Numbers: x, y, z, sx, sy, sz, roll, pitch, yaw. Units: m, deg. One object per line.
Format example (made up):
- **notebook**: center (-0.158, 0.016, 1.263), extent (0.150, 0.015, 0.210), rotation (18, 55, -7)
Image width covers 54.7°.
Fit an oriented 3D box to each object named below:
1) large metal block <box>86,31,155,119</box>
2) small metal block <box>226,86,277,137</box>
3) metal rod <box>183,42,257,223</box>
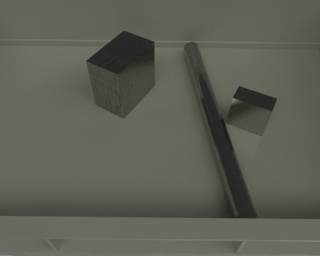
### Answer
- **large metal block**: center (-0.050, -0.074, 0.431), extent (0.050, 0.080, 0.080), rotation (26, 54, 19)
- **small metal block**: center (0.120, -0.022, 0.409), extent (0.050, 0.050, 0.025), rotation (22, 53, 17)
- **metal rod**: center (0.071, -0.019, 0.421), extent (0.025, 0.025, 0.300), rotation (-5, 50, -5)
